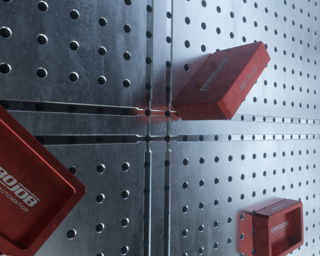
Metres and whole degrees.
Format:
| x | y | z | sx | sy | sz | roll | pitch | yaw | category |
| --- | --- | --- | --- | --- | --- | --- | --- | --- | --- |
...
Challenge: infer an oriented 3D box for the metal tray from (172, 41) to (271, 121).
| x | y | z | sx | sy | sz | roll | pitch | yaw | category |
| --- | --- | --- | --- | --- | --- | --- | --- | --- | --- |
| 0.087 | -0.066 | 0.437 | 0.130 | 0.090 | 0.030 | -52 | 121 | -27 | metal tray |

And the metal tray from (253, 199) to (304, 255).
| x | y | z | sx | sy | sz | roll | pitch | yaw | category |
| --- | --- | --- | --- | --- | --- | --- | --- | --- | --- |
| 0.231 | 0.196 | 0.597 | 0.131 | 0.030 | 0.090 | -5 | 93 | -40 | metal tray |

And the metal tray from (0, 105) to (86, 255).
| x | y | z | sx | sy | sz | roll | pitch | yaw | category |
| --- | --- | --- | --- | --- | --- | --- | --- | --- | --- |
| -0.143 | 0.050 | 0.285 | 0.090 | 0.030 | 0.130 | -52 | 120 | -27 | metal tray |
